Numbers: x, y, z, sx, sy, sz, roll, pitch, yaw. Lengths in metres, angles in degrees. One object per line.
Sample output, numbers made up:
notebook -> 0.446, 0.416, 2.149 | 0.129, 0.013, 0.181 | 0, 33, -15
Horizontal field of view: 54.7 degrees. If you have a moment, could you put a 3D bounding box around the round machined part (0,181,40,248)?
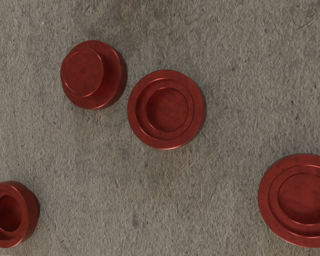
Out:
round machined part -> -0.228, 0.130, 0.481 | 0.098, 0.042, 0.097 | 0, 90, 20

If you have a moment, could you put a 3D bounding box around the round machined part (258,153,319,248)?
round machined part -> 0.161, 0.077, 0.343 | 0.098, 0.042, 0.097 | 0, 90, 20

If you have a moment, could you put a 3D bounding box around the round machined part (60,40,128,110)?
round machined part -> -0.099, -0.075, 0.435 | 0.098, 0.042, 0.097 | 0, 90, 20

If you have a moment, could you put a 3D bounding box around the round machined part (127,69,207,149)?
round machined part -> 0.012, -0.023, 0.396 | 0.098, 0.042, 0.097 | 0, 90, 20
